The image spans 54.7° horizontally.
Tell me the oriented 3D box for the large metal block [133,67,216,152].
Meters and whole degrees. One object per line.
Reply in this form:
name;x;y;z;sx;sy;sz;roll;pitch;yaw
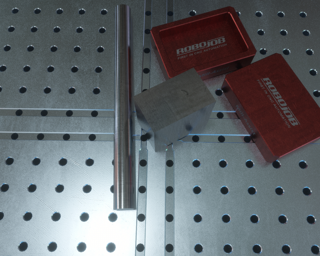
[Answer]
large metal block;0.017;-0.020;0.390;0.080;0.080;0.050;-27;73;-9

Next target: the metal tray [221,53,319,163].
metal tray;0.155;-0.030;0.421;0.091;0.030;0.130;-25;72;-9

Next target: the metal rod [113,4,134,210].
metal rod;-0.051;-0.042;0.426;0.025;0.025;0.299;-2;70;-1

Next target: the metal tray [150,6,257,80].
metal tray;0.061;-0.119;0.452;0.131;0.030;0.090;-18;71;-7
